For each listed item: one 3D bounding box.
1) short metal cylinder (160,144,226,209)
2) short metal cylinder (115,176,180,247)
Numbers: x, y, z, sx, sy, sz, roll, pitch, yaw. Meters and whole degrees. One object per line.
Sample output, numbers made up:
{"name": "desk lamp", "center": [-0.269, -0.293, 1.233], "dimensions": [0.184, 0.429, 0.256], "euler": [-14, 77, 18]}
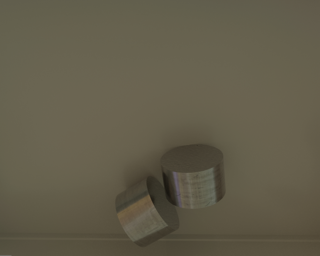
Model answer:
{"name": "short metal cylinder", "center": [0.044, 0.061, 0.405], "dimensions": [0.080, 0.080, 0.050], "euler": [-7, 110, 2]}
{"name": "short metal cylinder", "center": [-0.016, 0.113, 0.423], "dimensions": [0.050, 0.080, 0.080], "euler": [-32, 107, 11]}
